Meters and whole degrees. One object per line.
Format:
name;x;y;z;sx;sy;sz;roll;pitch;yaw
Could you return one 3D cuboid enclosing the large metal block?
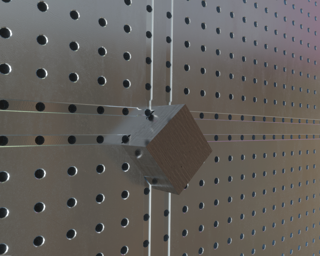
large metal block;0.011;0.026;0.401;0.080;0.050;0.080;-47;118;-29
